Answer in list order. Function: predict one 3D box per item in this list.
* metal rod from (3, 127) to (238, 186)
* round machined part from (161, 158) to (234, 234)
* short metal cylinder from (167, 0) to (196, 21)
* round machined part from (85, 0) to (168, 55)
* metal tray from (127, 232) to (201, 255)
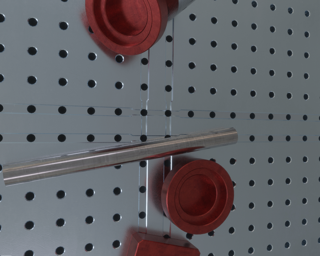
[{"bbox_3d":[-0.034,0.032,0.400,0.303,0.025,0.025,-9,93,-20],"label":"metal rod"},{"bbox_3d":[0.047,0.089,0.422,0.099,0.042,0.097,0,90,-20],"label":"round machined part"},{"bbox_3d":[0.007,-0.181,0.382,0.050,0.080,0.080,-46,105,-23],"label":"short metal cylinder"},{"bbox_3d":[-0.036,-0.141,0.371,0.098,0.098,0.042,51,39,-13],"label":"round machined part"},{"bbox_3d":[-0.007,0.213,0.408,0.091,0.030,0.129,18,84,-19],"label":"metal tray"}]
